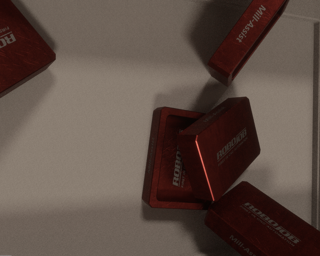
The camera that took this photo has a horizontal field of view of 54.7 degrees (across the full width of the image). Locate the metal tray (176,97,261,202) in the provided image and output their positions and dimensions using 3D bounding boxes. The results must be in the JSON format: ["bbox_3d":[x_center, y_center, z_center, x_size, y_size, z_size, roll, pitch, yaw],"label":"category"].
[{"bbox_3d":[0.083,0.023,0.406,0.131,0.030,0.089,-34,113,-40],"label":"metal tray"}]

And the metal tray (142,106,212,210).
[{"bbox_3d":[0.030,0.042,0.420,0.091,0.030,0.129,8,87,-20],"label":"metal tray"}]

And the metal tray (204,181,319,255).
[{"bbox_3d":[0.135,0.132,0.397,0.091,0.130,0.030,-22,135,-41],"label":"metal tray"}]

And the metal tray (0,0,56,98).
[{"bbox_3d":[-0.182,-0.073,0.309,0.090,0.030,0.131,52,46,-14],"label":"metal tray"}]

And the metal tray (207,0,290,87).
[{"bbox_3d":[0.114,-0.119,0.398,0.030,0.090,0.130,37,97,10],"label":"metal tray"}]
